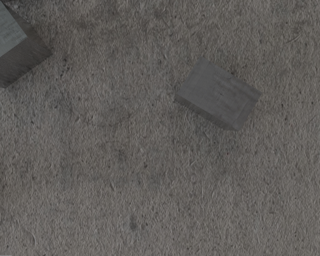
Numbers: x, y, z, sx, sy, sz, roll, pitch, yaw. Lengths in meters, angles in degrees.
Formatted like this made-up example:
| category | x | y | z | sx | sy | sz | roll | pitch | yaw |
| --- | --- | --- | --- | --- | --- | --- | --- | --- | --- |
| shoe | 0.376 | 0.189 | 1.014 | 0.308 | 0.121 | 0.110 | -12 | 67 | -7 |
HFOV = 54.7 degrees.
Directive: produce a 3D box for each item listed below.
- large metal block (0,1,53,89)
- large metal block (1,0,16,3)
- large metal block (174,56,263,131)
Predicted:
| category | x | y | z | sx | sy | sz | roll | pitch | yaw |
| --- | --- | --- | --- | --- | --- | --- | --- | --- | --- |
| large metal block | -0.193 | -0.097 | 0.381 | 0.080 | 0.080 | 0.050 | -36 | 90 | 0 |
| large metal block | -0.204 | -0.212 | 0.396 | 0.080 | 0.050 | 0.080 | -14 | 90 | 0 |
| large metal block | 0.066 | -0.039 | 0.383 | 0.080 | 0.080 | 0.050 | 31 | 90 | 0 |
